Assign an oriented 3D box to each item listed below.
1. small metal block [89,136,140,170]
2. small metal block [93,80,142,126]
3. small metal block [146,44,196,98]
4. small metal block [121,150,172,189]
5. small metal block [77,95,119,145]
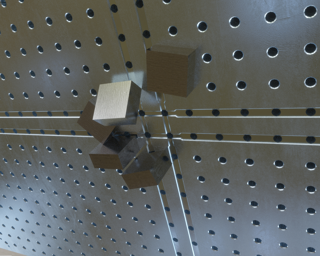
[{"bbox_3d":[-0.065,0.035,0.449,0.050,0.050,0.025,-1,118,28],"label":"small metal block"},{"bbox_3d":[-0.055,-0.031,0.401,0.050,0.050,0.025,-2,160,28],"label":"small metal block"},{"bbox_3d":[0.013,-0.067,0.362,0.050,0.025,0.050,13,124,20],"label":"small metal block"},{"bbox_3d":[-0.018,0.059,0.439,0.050,0.050,0.025,-15,110,34],"label":"small metal block"},{"bbox_3d":[-0.085,-0.012,0.445,0.050,0.025,0.050,41,130,1],"label":"small metal block"}]
